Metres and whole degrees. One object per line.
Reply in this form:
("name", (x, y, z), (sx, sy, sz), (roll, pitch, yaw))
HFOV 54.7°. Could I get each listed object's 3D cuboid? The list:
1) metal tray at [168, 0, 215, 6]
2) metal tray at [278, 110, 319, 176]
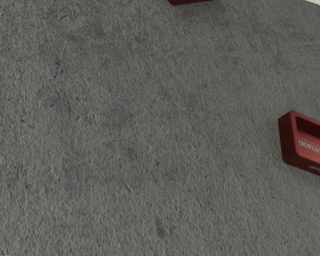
("metal tray", (0.052, -0.288, 0.603), (0.131, 0.030, 0.090), (-25, 75, -37))
("metal tray", (0.264, 0.032, 0.522), (0.131, 0.030, 0.090), (20, 54, -17))
